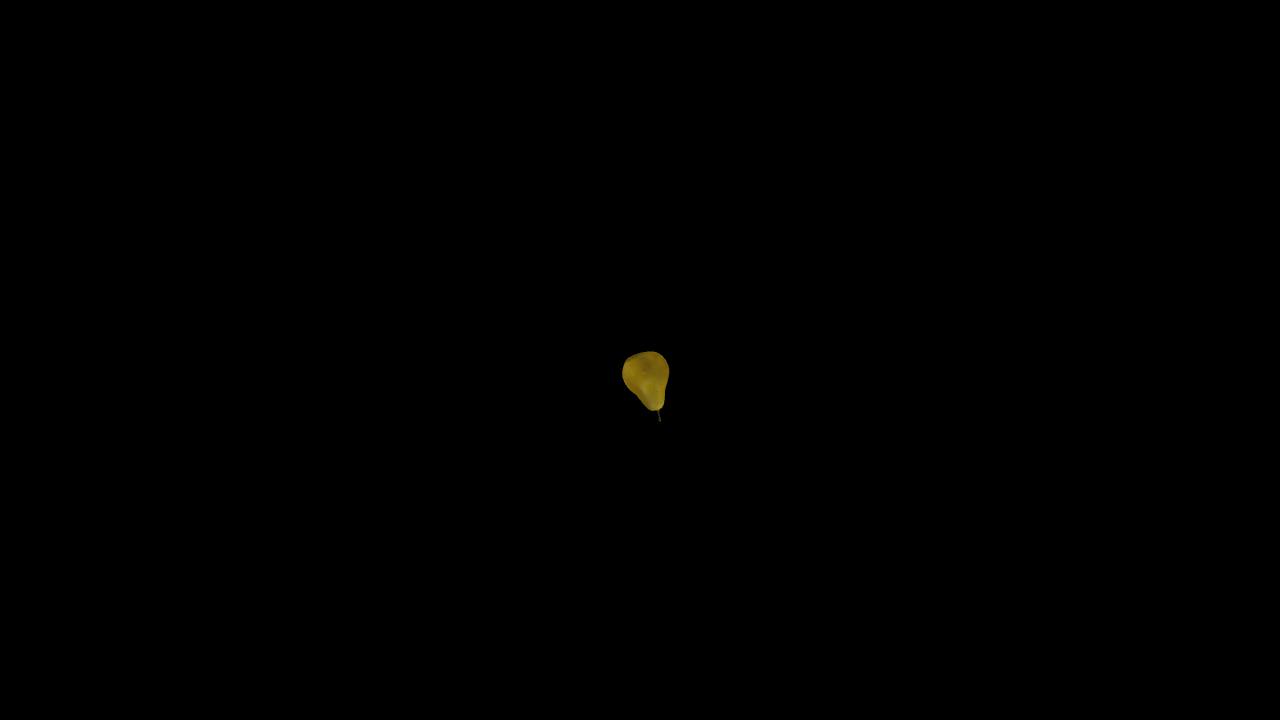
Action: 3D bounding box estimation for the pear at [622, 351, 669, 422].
[{"bbox_3d":[0.017,0.043,0.990,0.080,0.111,0.080,-14,8,2],"label":"pear"}]
